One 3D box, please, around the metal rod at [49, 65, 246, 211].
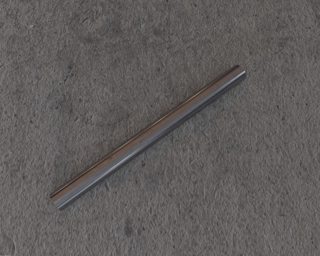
[{"bbox_3d":[-0.006,0.006,0.408,0.301,0.025,0.025,-35,74,-12],"label":"metal rod"}]
